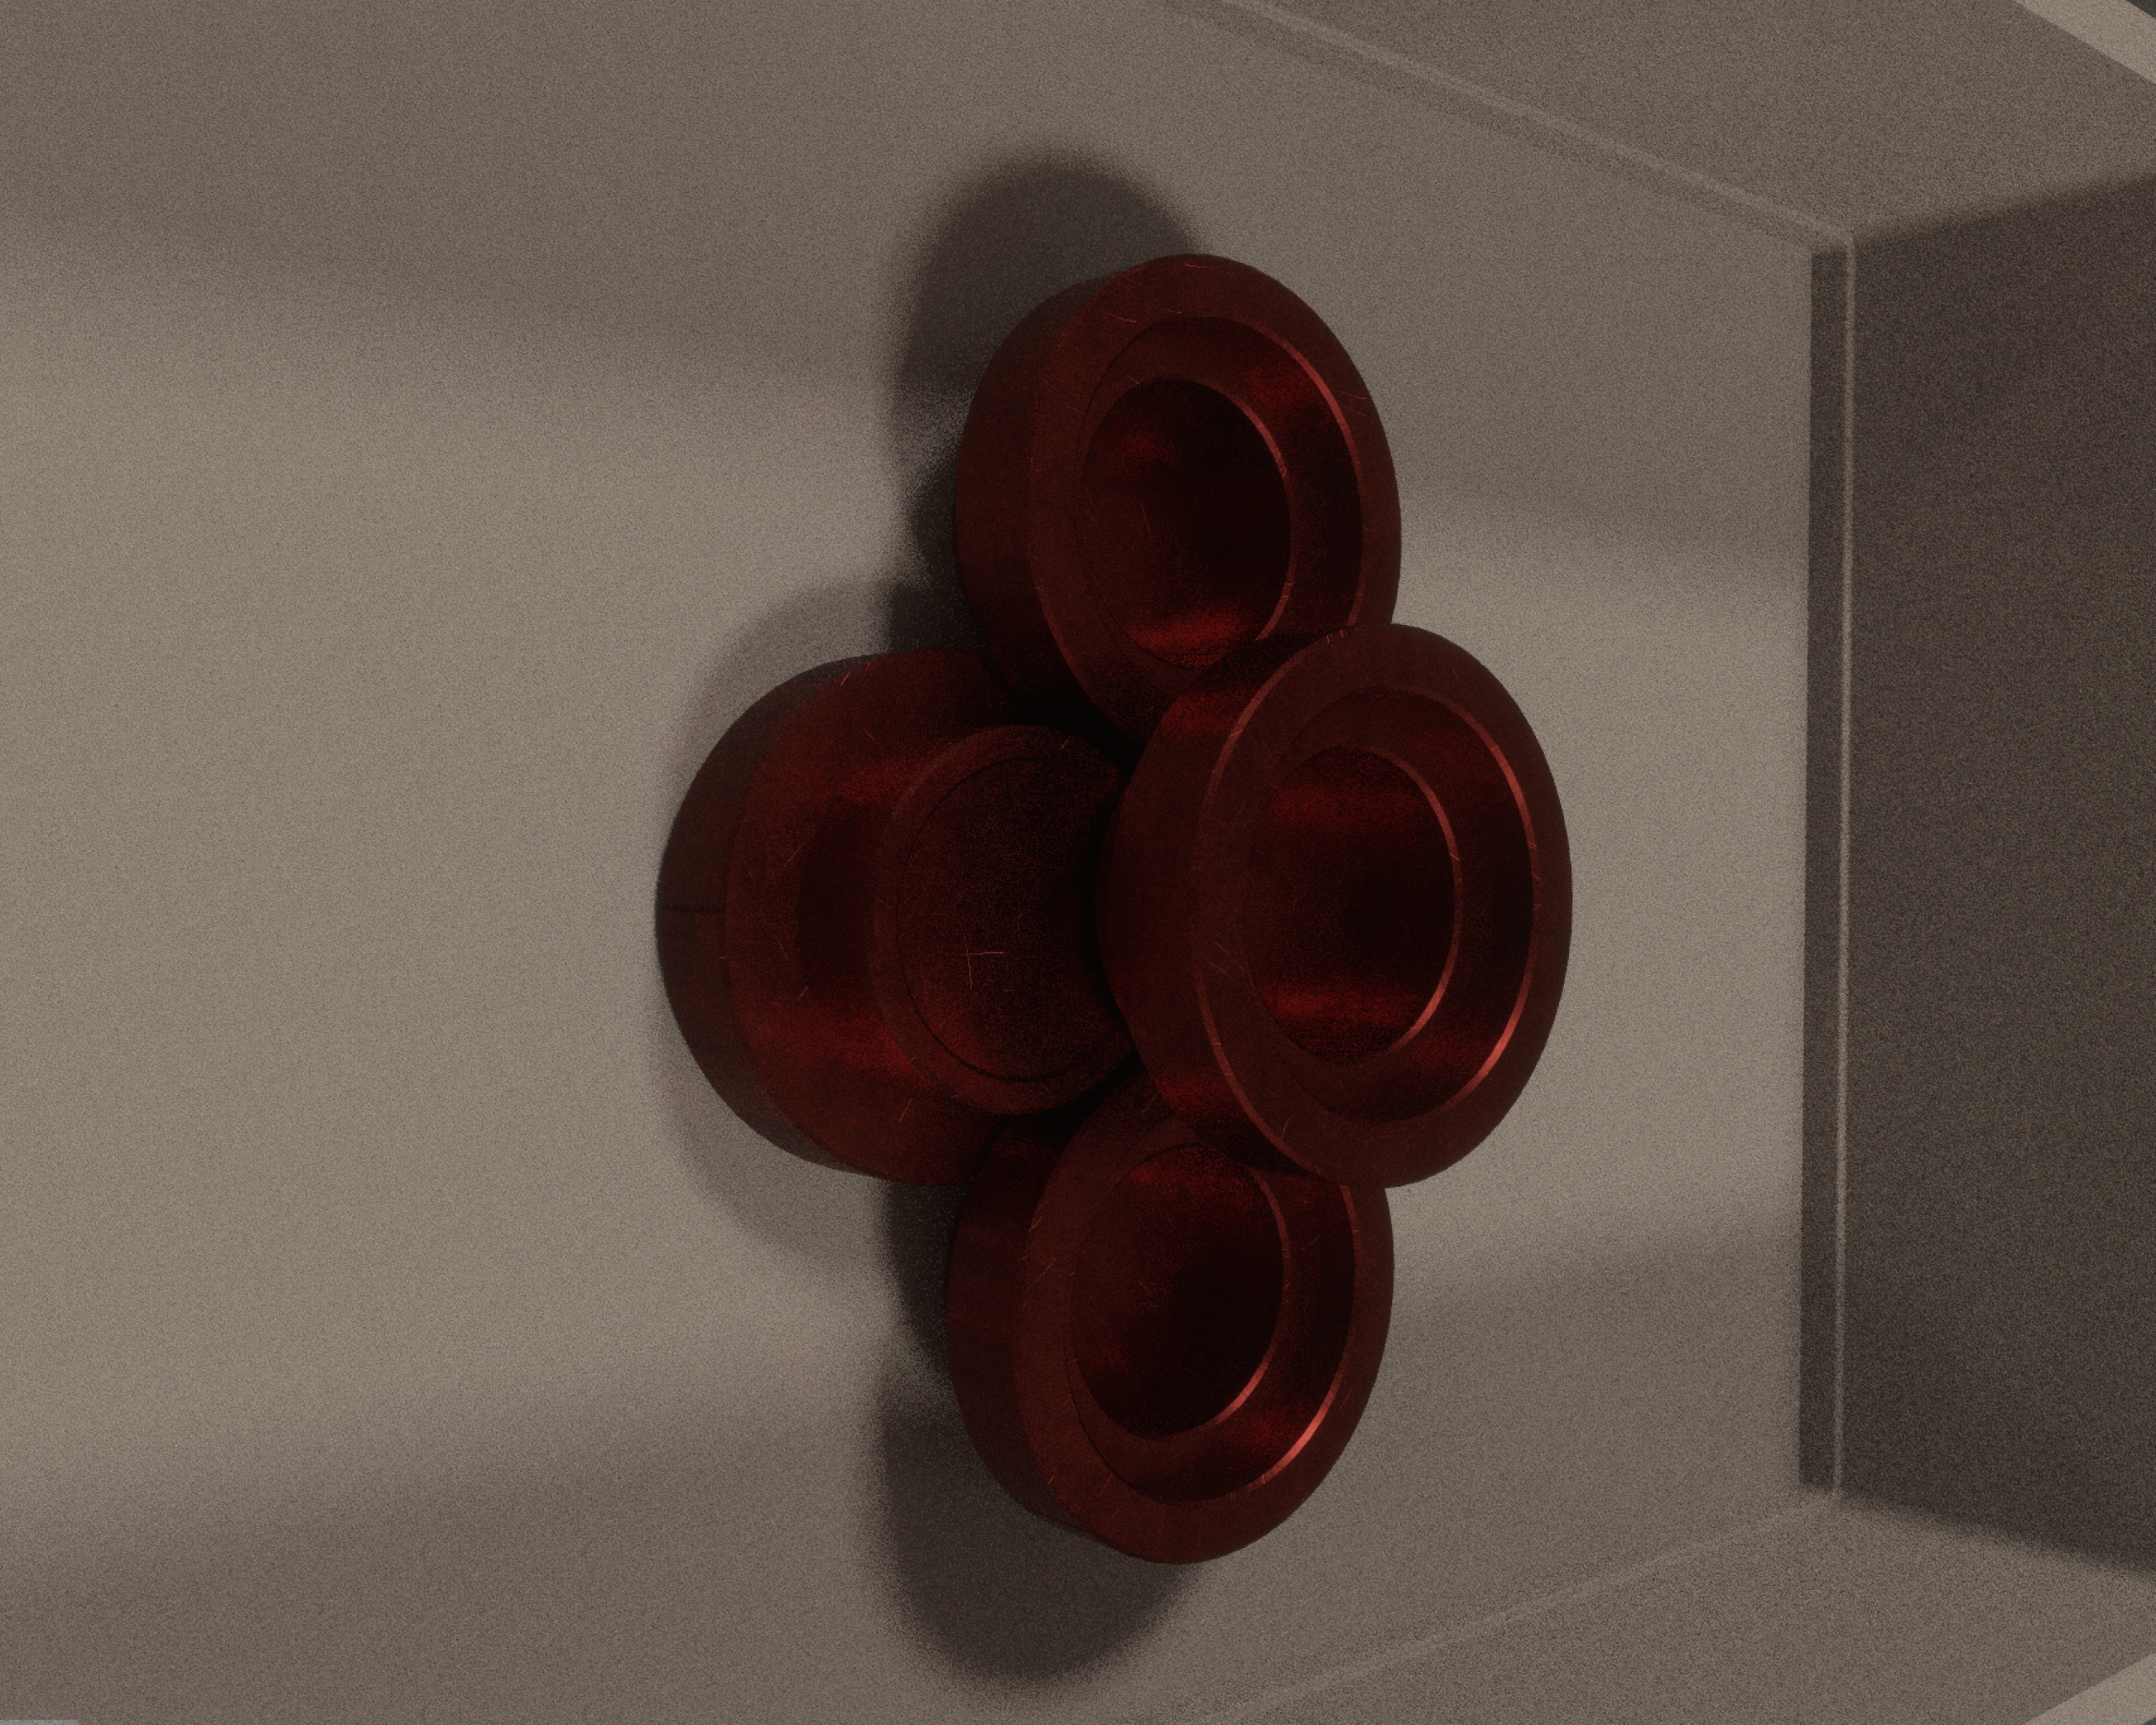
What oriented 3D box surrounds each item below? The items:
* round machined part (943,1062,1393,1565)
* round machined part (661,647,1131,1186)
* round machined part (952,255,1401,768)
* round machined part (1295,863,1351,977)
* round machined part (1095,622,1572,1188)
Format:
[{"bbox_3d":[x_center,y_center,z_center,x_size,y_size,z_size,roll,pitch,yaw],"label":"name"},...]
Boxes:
[{"bbox_3d":[0.013,0.082,0.406,0.099,0.042,0.097,0,90,-40],"label":"round machined part"},{"bbox_3d":[-0.021,0.010,0.377,0.099,0.042,0.097,0,90,-40],"label":"round machined part"},{"bbox_3d":[0.015,-0.065,0.407,0.099,0.042,0.097,0,90,-40],"label":"round machined part"},{"bbox_3d":[0.055,0.013,0.441,0.099,0.042,0.097,0,90,-40],"label":"round machined part"},{"bbox_3d":[0.042,0.007,0.375,0.099,0.042,0.097,0,90,-40],"label":"round machined part"}]
